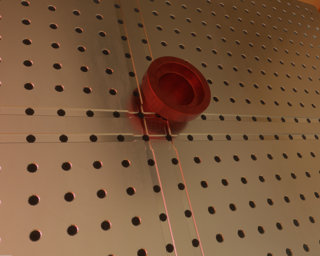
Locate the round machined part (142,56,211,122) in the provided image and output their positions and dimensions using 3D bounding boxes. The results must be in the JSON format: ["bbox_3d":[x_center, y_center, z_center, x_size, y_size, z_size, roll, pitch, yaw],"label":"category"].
[{"bbox_3d":[0.019,-0.051,0.440,0.099,0.042,0.098,14,56,-21],"label":"round machined part"}]
